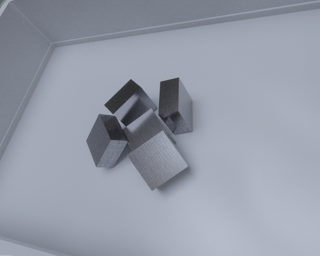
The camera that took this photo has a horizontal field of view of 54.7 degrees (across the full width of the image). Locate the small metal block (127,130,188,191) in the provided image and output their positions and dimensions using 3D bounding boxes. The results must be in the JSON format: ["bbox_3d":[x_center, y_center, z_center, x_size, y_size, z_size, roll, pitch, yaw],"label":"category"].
[{"bbox_3d":[-0.002,0.037,0.364,0.050,0.025,0.050,-35,88,4],"label":"small metal block"}]

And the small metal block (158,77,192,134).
[{"bbox_3d":[0.021,-0.027,0.391,0.025,0.050,0.050,-10,57,21],"label":"small metal block"}]

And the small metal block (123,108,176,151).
[{"bbox_3d":[-0.016,0.011,0.403,0.050,0.025,0.050,-36,51,4],"label":"small metal block"}]

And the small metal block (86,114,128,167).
[{"bbox_3d":[-0.072,0.017,0.414,0.050,0.025,0.050,-58,45,29],"label":"small metal block"}]

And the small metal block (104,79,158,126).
[{"bbox_3d":[-0.039,-0.030,0.424,0.050,0.050,0.025,-45,51,-3],"label":"small metal block"}]
